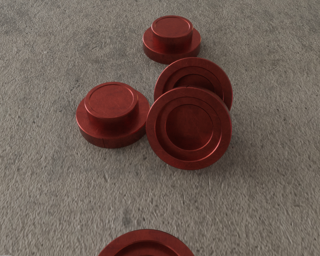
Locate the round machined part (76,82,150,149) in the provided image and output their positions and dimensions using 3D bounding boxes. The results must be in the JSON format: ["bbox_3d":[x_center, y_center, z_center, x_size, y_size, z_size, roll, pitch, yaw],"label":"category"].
[{"bbox_3d":[-0.062,-0.024,0.412,0.099,0.042,0.098,0,50,0],"label":"round machined part"}]

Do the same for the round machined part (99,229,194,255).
[{"bbox_3d":[-0.012,0.144,0.271,0.099,0.042,0.098,0,50,0],"label":"round machined part"}]

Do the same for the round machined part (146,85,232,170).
[{"bbox_3d":[0.036,-0.003,0.371,0.098,0.097,0.042,13,16,10],"label":"round machined part"}]

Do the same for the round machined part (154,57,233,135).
[{"bbox_3d":[0.045,-0.043,0.404,0.098,0.097,0.042,13,14,10],"label":"round machined part"}]

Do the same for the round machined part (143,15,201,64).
[{"bbox_3d":[0.020,-0.153,0.521,0.099,0.042,0.098,0,50,0],"label":"round machined part"}]
